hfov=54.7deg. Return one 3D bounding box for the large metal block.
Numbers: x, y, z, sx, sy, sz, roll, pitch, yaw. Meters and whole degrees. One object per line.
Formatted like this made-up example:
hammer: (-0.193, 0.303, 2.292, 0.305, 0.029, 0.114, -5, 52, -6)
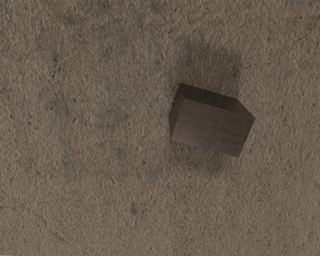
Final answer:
large metal block: (0.057, -0.013, 0.377, 0.080, 0.080, 0.050, 15, 109, -6)
